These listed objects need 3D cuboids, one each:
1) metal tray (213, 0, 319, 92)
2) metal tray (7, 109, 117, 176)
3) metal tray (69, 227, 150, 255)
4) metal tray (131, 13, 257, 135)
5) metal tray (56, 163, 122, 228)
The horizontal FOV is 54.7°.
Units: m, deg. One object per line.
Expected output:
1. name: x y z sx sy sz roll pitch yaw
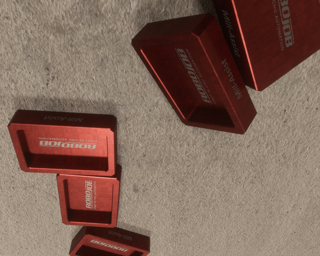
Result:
1. metal tray: 0.101 -0.110 0.286 0.090 0.030 0.130 -36 127 -8
2. metal tray: -0.126 0.022 0.420 0.131 0.030 0.089 3 130 -4
3. metal tray: -0.096 0.228 0.596 0.131 0.030 0.089 24 126 -20
4. metal tray: 0.038 -0.051 0.327 0.090 0.030 0.130 11 146 46
5. metal tray: -0.111 0.109 0.494 0.091 0.030 0.129 5 130 -5
